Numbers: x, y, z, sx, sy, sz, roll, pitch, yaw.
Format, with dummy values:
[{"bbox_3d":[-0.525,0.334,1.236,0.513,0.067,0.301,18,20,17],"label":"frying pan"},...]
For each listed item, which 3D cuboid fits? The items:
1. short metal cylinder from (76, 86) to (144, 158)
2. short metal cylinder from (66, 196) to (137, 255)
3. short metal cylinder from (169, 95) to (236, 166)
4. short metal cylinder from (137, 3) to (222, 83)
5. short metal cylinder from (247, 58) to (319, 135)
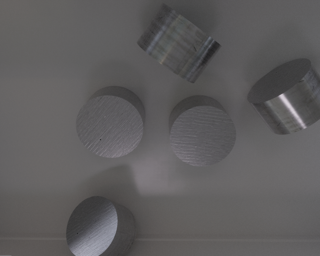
[{"bbox_3d":[-0.060,-0.009,0.394,0.081,0.050,0.079,0,110,0],"label":"short metal cylinder"},{"bbox_3d":[-0.080,0.139,0.425,0.080,0.080,0.050,-30,144,10],"label":"short metal cylinder"},{"bbox_3d":[0.052,0.003,0.399,0.081,0.050,0.079,0,110,0],"label":"short metal cylinder"},{"bbox_3d":[0.021,-0.094,0.347,0.080,0.080,0.050,33,107,-12],"label":"short metal cylinder"},{"bbox_3d":[0.153,-0.038,0.369,0.080,0.080,0.050,-38,106,13],"label":"short metal cylinder"}]
